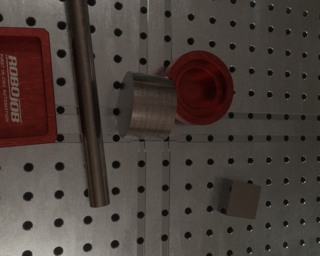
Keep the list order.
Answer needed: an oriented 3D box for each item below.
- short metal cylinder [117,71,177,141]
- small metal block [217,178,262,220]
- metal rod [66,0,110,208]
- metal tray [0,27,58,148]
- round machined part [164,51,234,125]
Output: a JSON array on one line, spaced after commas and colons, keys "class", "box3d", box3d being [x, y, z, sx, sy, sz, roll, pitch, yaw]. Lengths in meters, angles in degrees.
[{"class": "short metal cylinder", "box3d": [-0.018, -0.026, 0.378, 0.050, 0.080, 0.080, 5, 89, -20]}, {"class": "small metal block", "box3d": [0.117, 0.104, 0.458, 0.050, 0.025, 0.050, 14, 85, -20]}, {"class": "metal rod", "box3d": [-0.090, -0.053, 0.379, 0.025, 0.025, 0.298, -7, 93, -20]}, {"class": "metal tray", "box3d": [-0.168, -0.044, 0.347, 0.091, 0.030, 0.129, -5, 92, -20]}, {"class": "round machined part", "box3d": [0.047, -0.052, 0.422, 0.099, 0.042, 0.097, 0, 90, -22]}]
